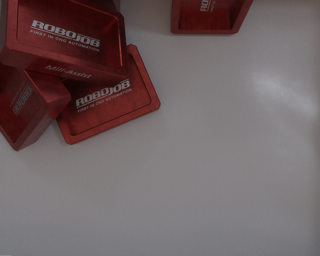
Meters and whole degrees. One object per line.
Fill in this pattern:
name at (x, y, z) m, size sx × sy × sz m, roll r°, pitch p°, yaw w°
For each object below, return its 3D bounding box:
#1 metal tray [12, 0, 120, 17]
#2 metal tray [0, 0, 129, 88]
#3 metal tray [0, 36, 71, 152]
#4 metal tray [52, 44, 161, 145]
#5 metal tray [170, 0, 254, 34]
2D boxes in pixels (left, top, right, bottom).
metal tray at (-0.119, -0.165, 0.377) m, size 0.131 × 0.090 × 0.030 m, roll 1°, pitch 89°, yaw 0°
metal tray at (-0.100, -0.101, 0.339) m, size 0.131 × 0.030 × 0.090 m, roll 8°, pitch 67°, yaw -37°
metal tray at (-0.166, -0.037, 0.366) m, size 0.129 × 0.030 × 0.090 m, roll -35°, pitch 91°, yaw 44°
metal tray at (-0.075, -0.043, 0.407) m, size 0.131 × 0.030 × 0.090 m, roll -23°, pitch 90°, yaw 0°
metal tray at (0.059, -0.154, 0.357) m, size 0.091 × 0.130 × 0.030 m, roll 0°, pitch 78°, yaw 0°
